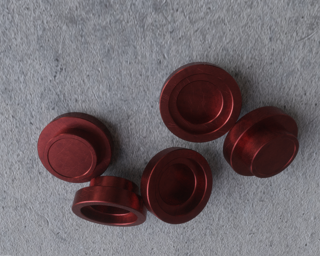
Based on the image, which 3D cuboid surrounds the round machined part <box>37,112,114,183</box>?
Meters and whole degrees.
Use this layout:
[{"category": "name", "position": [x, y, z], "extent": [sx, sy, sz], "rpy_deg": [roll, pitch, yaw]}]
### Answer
[{"category": "round machined part", "position": [-0.114, 0.031, 0.411], "extent": [0.099, 0.042, 0.097], "rpy_deg": [0, 110, 0]}]

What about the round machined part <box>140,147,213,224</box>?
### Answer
[{"category": "round machined part", "position": [0.018, 0.073, 0.412], "extent": [0.099, 0.042, 0.097], "rpy_deg": [-2, 94, -28]}]

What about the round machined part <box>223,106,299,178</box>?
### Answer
[{"category": "round machined part", "position": [0.134, 0.025, 0.392], "extent": [0.099, 0.042, 0.097], "rpy_deg": [-12, 127, -16]}]

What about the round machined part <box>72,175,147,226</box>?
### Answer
[{"category": "round machined part", "position": [-0.065, 0.098, 0.420], "extent": [0.099, 0.042, 0.098], "rpy_deg": [4, 146, 3]}]

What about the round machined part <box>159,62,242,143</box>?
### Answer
[{"category": "round machined part", "position": [0.049, -0.034, 0.388], "extent": [0.099, 0.042, 0.097], "rpy_deg": [0, 110, 0]}]
